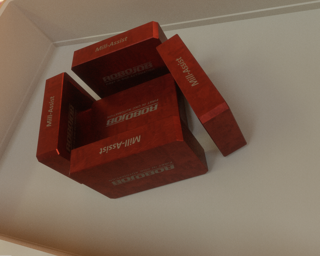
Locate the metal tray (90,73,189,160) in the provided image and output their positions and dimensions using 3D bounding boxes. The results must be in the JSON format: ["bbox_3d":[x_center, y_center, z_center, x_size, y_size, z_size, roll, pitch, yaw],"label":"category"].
[{"bbox_3d":[-0.031,-0.013,0.422,0.130,0.030,0.090,-18,55,17],"label":"metal tray"}]

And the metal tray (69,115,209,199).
[{"bbox_3d":[-0.022,0.038,0.348,0.130,0.090,0.030,-19,55,17],"label":"metal tray"}]

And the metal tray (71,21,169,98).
[{"bbox_3d":[-0.045,-0.088,0.437,0.130,0.090,0.030,-15,56,19],"label":"metal tray"}]

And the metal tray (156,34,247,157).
[{"bbox_3d":[0.047,-0.039,0.360,0.030,0.090,0.130,-32,52,8],"label":"metal tray"}]

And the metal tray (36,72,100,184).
[{"bbox_3d":[-0.118,0.000,0.421,0.030,0.090,0.130,-19,54,17],"label":"metal tray"}]
